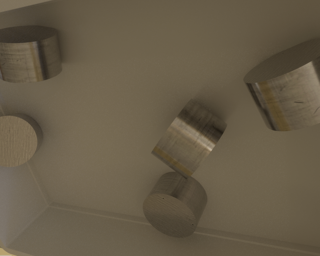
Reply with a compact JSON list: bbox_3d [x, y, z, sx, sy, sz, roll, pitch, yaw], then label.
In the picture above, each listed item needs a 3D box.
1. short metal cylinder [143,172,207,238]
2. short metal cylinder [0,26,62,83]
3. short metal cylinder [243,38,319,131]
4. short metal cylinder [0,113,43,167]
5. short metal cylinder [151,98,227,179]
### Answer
[{"bbox_3d":[0.022,0.110,0.448,0.080,0.050,0.079,13,124,20],"label":"short metal cylinder"},{"bbox_3d":[-0.172,-0.097,0.401,0.080,0.080,0.050,15,124,19],"label":"short metal cylinder"},{"bbox_3d":[0.125,-0.040,0.283,0.080,0.080,0.050,-20,108,35],"label":"short metal cylinder"},{"bbox_3d":[-0.235,0.018,0.498,0.081,0.050,0.079,-1,97,-11],"label":"short metal cylinder"},{"bbox_3d":[0.034,0.012,0.362,0.050,0.080,0.079,36,129,3],"label":"short metal cylinder"}]
